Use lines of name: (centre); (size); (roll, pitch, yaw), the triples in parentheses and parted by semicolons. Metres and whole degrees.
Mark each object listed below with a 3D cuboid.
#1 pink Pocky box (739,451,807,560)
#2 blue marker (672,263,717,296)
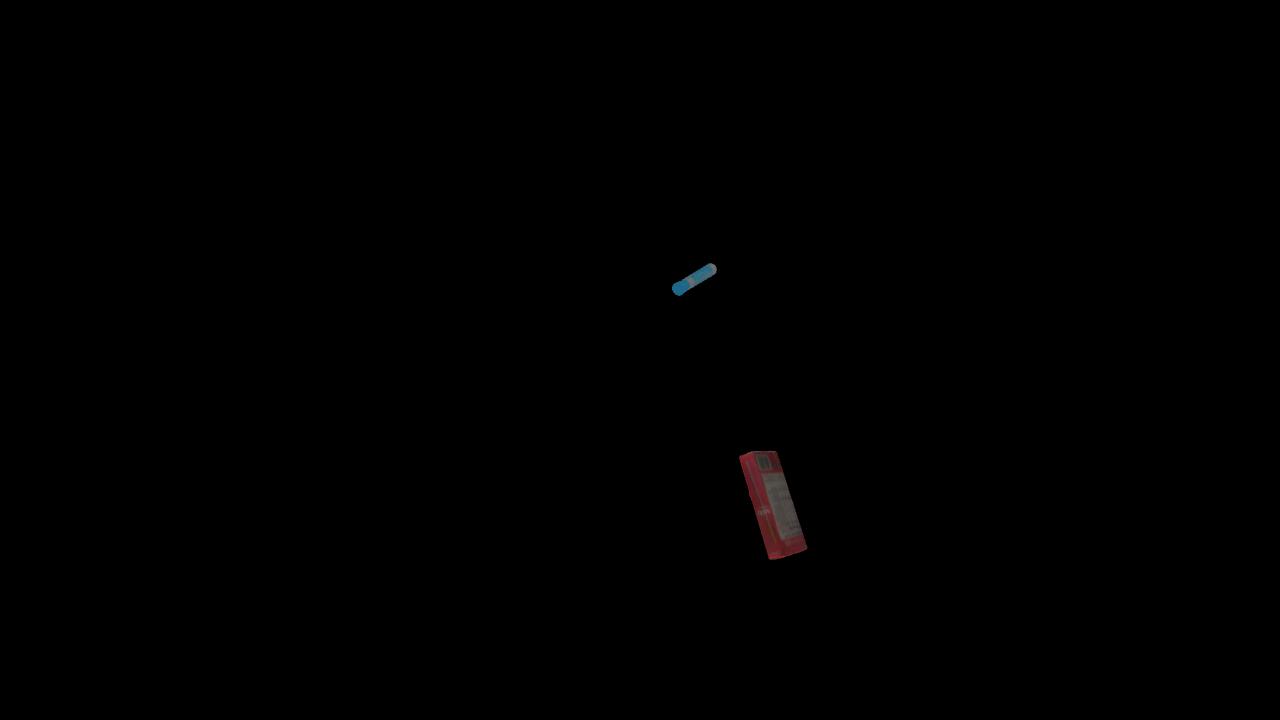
pink Pocky box: (0.199, 0.214, 0.919); (0.029, 0.155, 0.084); (-27, -22, 32)
blue marker: (0.079, -0.116, 0.886); (0.020, 0.020, 0.121); (0, 21, 32)
